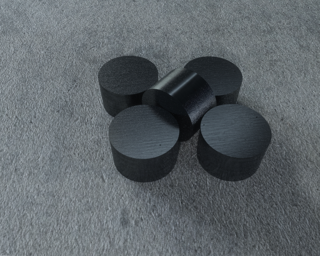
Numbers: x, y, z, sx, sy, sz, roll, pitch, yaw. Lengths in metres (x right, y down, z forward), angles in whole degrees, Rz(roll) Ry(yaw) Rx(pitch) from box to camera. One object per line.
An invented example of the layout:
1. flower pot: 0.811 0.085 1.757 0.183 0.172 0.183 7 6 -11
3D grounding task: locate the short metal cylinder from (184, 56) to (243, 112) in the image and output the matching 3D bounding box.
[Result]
1. short metal cylinder: 0.070 -0.055 0.434 0.081 0.050 0.080 0 50 0

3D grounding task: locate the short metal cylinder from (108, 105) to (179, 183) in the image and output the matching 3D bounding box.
1. short metal cylinder: -0.018 0.018 0.372 0.081 0.050 0.080 0 50 0

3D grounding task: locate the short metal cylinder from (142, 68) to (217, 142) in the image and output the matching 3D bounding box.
1. short metal cylinder: 0.024 -0.029 0.394 0.080 0.080 0.050 32 57 24

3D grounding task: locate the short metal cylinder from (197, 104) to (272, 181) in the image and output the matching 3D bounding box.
1. short metal cylinder: 0.087 0.017 0.374 0.081 0.050 0.080 0 50 0

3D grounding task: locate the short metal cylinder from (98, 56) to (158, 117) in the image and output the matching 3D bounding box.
1. short metal cylinder: -0.043 -0.057 0.434 0.081 0.050 0.080 0 50 0
